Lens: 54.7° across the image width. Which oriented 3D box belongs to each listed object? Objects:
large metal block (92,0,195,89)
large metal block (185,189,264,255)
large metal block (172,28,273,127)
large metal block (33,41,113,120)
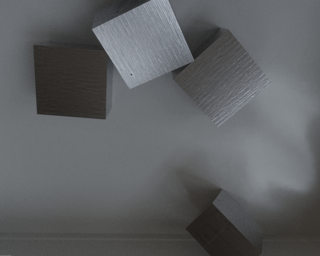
[{"bbox_3d":[-0.017,-0.102,0.345,0.080,0.050,0.080,-22,129,12],"label":"large metal block"},{"bbox_3d":[0.090,0.137,0.418,0.080,0.080,0.050,45,106,13],"label":"large metal block"},{"bbox_3d":[0.072,-0.062,0.376,0.080,0.050,0.080,-41,105,13],"label":"large metal block"},{"bbox_3d":[-0.101,-0.059,0.375,0.081,0.050,0.079,4,110,-2],"label":"large metal block"}]
